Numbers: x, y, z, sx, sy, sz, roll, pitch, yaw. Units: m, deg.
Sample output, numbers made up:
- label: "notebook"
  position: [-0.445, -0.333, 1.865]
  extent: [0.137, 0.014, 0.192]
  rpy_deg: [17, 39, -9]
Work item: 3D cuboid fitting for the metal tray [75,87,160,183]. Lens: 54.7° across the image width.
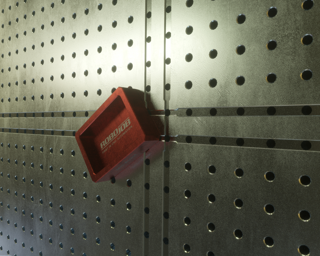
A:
- label: "metal tray"
  position: [-0.068, 0.012, 0.459]
  extent: [0.129, 0.030, 0.090]
  rpy_deg: [-40, 66, 32]
